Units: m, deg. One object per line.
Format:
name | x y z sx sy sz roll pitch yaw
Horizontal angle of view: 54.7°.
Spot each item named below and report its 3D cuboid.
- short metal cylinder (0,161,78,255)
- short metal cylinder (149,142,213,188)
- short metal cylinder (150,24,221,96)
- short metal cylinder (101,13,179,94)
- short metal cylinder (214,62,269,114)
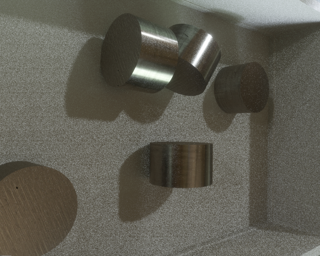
short metal cylinder | -0.125 0.073 0.287 0.081 0.050 0.079 0 90 -40
short metal cylinder | 0.027 0.044 0.396 0.081 0.080 0.050 1 90 -40
short metal cylinder | 0.031 -0.086 0.399 0.080 0.080 0.050 43 64 -32
short metal cylinder | -0.025 -0.082 0.351 0.050 0.080 0.080 6 87 -40
short metal cylinder | 0.134 -0.064 0.506 0.081 0.050 0.079 0 90 -40
